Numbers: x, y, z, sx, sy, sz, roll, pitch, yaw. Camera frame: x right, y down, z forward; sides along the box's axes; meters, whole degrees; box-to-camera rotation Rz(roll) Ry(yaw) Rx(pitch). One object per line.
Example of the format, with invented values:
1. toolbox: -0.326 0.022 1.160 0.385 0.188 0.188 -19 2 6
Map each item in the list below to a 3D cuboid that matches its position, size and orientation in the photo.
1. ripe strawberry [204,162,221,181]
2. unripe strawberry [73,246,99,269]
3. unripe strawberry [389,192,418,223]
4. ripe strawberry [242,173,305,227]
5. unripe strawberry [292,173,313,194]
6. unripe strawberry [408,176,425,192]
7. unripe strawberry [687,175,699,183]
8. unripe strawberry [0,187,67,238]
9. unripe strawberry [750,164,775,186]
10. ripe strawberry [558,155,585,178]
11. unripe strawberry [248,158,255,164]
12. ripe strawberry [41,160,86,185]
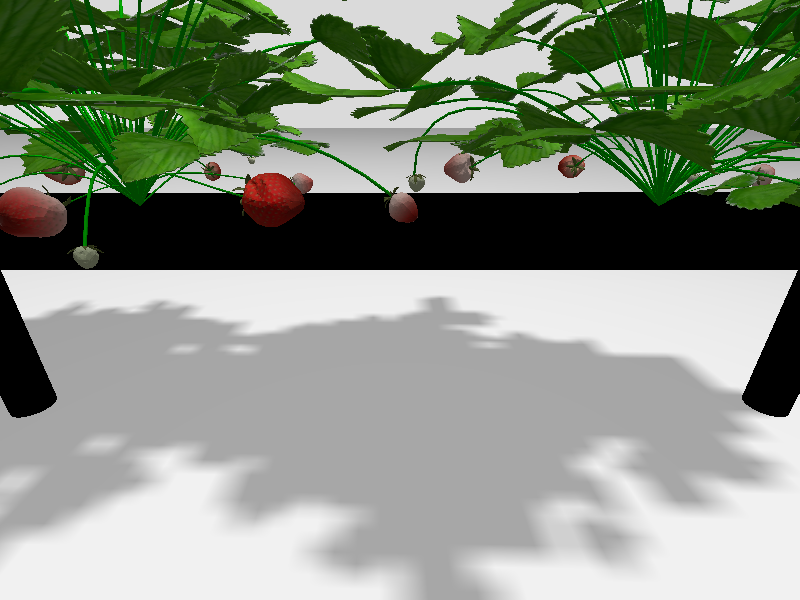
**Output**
1. ripe strawberry: -0.219 -0.151 0.470 0.018 0.021 0.020 1 11 2
2. unripe strawberry: -0.157 -0.021 0.200 0.010 0.011 0.011 -10 -16 -21
3. unripe strawberry: 0.003 -0.065 0.286 0.020 0.023 0.023 -46 5 28
4. ripe strawberry: -0.083 -0.066 0.268 0.037 0.036 0.040 14 28 26
5. unripe strawberry: -0.097 -0.116 0.400 0.020 0.020 0.019 -11 27 -23
6. unripe strawberry: 0.016 -0.111 0.383 0.016 0.015 0.014 5 25 11
7. unripe strawberry: 0.326 -0.134 0.446 0.011 0.012 0.012 21 32 38
8. unripe strawberry: -0.227 -0.052 0.244 0.035 0.030 0.035 0 25 1
9. unripe strawberry: 0.394 -0.135 0.436 0.025 0.024 0.023 -14 28 -28
10. ripe strawberry: 0.207 -0.162 0.488 0.030 0.027 0.027 -3 16 -6
11. unripe strawberry: -0.199 -0.187 0.537 0.009 0.010 0.010 3 25 6
12. ripe strawberry: -0.387 -0.154 0.456 0.044 0.043 0.041 18 30 35
